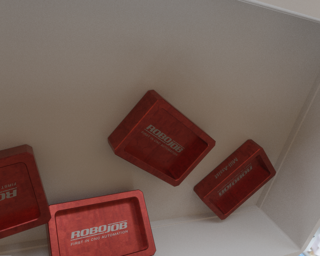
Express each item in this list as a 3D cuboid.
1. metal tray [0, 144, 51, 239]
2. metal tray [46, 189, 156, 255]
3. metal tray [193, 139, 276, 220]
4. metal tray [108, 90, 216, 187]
[{"bbox_3d":[-0.195,0.078,0.332,0.131,0.030,0.089,-15,110,-20],"label":"metal tray"},{"bbox_3d":[-0.078,0.138,0.410,0.131,0.090,0.030,-5,157,-27],"label":"metal tray"},{"bbox_3d":[0.132,0.091,0.536,0.130,0.030,0.090,-41,130,0],"label":"metal tray"},{"bbox_3d":[0.007,0.019,0.422,0.090,0.030,0.130,-49,129,6],"label":"metal tray"}]
